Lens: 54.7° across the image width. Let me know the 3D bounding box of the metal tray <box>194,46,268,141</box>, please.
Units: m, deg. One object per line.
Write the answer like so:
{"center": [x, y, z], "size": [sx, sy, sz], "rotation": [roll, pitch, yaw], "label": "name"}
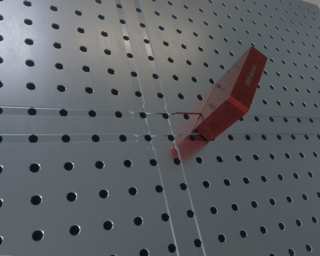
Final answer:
{"center": [0.104, -0.051, 0.452], "size": [0.030, 0.090, 0.130], "rotation": [35, 51, -5], "label": "metal tray"}
